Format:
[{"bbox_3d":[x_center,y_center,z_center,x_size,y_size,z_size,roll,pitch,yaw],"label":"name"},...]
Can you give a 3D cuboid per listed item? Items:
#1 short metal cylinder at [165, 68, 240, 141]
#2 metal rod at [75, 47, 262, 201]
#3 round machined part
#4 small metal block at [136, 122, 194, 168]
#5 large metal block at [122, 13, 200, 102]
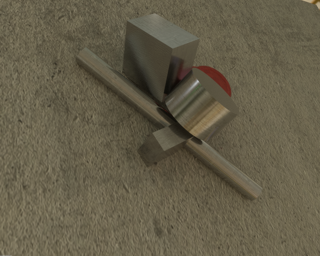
[{"bbox_3d":[0.053,-0.030,0.390,0.080,0.050,0.080,36,24,-19],"label":"short metal cylinder"},{"bbox_3d":[0.014,-0.004,0.417,0.300,0.025,0.025,39,51,-3],"label":"metal rod"},{"bbox_3d":[0.067,-0.054,0.465,0.099,0.042,0.098,14,56,-21],"label":"round machined part"},{"bbox_3d":[0.006,0.020,0.383,0.050,0.050,0.025,-23,74,-37],"label":"small metal block"},{"bbox_3d":[-0.002,-0.095,0.415,0.080,0.079,0.050,38,48,26],"label":"large metal block"}]
